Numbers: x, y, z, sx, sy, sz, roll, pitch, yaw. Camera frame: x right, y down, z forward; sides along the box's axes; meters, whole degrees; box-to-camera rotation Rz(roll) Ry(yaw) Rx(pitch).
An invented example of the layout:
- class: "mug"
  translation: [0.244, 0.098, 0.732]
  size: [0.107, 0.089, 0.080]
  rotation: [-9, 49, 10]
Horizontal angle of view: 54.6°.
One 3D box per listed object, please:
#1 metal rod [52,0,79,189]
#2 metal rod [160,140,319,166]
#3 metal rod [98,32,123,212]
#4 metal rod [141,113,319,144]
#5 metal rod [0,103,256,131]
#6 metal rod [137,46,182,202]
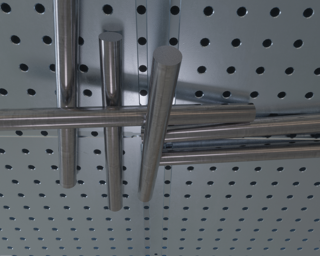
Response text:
- class: "metal rod"
  translation: [-0.116, -0.028, 0.386]
  size: [0.025, 0.025, 0.298]
  rotation: [8, 130, -7]
- class: "metal rod"
  translation: [0.145, 0.034, 0.441]
  size: [0.301, 0.025, 0.025]
  rotation: [-3, 130, 2]
- class: "metal rod"
  translation: [-0.064, 0.016, 0.424]
  size: [0.025, 0.025, 0.298]
  rotation: [3, 130, -3]
- class: "metal rod"
  translation: [0.126, -0.001, 0.411]
  size: [0.301, 0.025, 0.025]
  rotation: [-4, 130, 3]
- class: "metal rod"
  translation: [-0.032, -0.014, 0.369]
  size: [0.302, 0.025, 0.025]
  rotation: [-2, 131, -10]
- class: "metal rod"
  translation: [-0.009, 0.024, 0.384]
  size: [0.025, 0.025, 0.299]
  rotation: [5, 145, -4]
